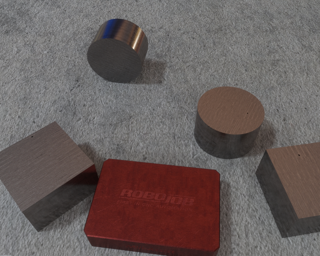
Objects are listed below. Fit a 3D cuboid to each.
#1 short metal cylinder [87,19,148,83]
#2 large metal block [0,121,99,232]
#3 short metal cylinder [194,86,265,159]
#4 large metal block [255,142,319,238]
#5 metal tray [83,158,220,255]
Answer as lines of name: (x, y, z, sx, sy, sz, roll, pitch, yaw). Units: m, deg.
short metal cylinder: (-0.062, -0.114, 0.463, 0.080, 0.080, 0.050, 7, 51, 6)
large metal block: (-0.125, 0.051, 0.343, 0.080, 0.050, 0.080, -34, 58, -26)
short metal cylinder: (0.086, -0.007, 0.394, 0.081, 0.050, 0.080, 0, 50, 0)
large metal block: (0.161, 0.064, 0.334, 0.081, 0.050, 0.080, -7, 50, -6)
metal tray: (-0.004, 0.084, 0.330, 0.131, 0.030, 0.090, 6, 50, 4)
